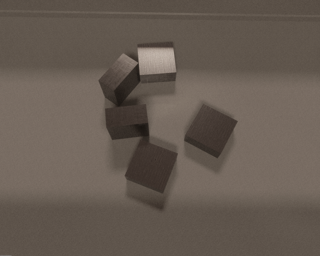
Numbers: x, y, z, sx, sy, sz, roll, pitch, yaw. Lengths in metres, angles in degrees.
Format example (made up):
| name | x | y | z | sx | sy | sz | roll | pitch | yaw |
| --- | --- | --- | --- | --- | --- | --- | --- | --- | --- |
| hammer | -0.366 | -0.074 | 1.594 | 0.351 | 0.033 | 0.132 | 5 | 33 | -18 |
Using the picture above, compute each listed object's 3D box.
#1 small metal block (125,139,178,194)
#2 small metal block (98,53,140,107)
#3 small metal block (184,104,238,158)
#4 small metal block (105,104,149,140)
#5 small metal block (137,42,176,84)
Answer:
| name | x | y | z | sx | sy | sz | roll | pitch | yaw |
| --- | --- | --- | --- | --- | --- | --- | --- | --- | --- |
| small metal block | -0.010 | 0.049 | 0.392 | 0.050 | 0.025 | 0.050 | 20 | 71 | 7 |
| small metal block | -0.053 | -0.064 | 0.419 | 0.025 | 0.050 | 0.050 | 35 | 74 | 11 |
| small metal block | 0.067 | 0.004 | 0.409 | 0.050 | 0.025 | 0.050 | 28 | 72 | 9 |
| small metal block | -0.041 | -0.007 | 0.398 | 0.050 | 0.050 | 0.025 | -7 | 71 | -3 |
| small metal block | -0.005 | -0.093 | 0.444 | 0.050 | 0.025 | 0.050 | -5 | 70 | -2 |
